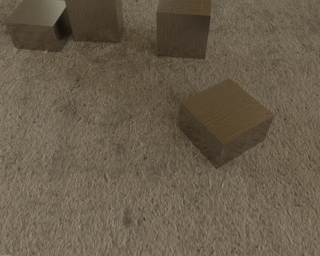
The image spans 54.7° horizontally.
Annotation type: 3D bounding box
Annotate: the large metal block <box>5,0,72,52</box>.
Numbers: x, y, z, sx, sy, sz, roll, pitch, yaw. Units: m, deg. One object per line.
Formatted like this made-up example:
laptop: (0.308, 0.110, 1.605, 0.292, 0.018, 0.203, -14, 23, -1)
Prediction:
large metal block: (-0.203, -0.179, 0.536, 0.080, 0.050, 0.080, 6, 50, 5)

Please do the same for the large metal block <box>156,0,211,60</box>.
large metal block: (0.038, -0.162, 0.504, 0.080, 0.080, 0.050, 5, 50, 4)

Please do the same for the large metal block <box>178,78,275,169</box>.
large metal block: (0.081, -0.008, 0.394, 0.081, 0.050, 0.080, -27, 55, -21)

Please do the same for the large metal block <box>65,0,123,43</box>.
large metal block: (-0.109, -0.196, 0.531, 0.080, 0.080, 0.050, 2, 50, 2)
